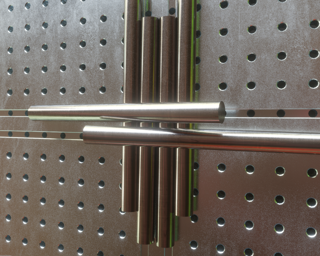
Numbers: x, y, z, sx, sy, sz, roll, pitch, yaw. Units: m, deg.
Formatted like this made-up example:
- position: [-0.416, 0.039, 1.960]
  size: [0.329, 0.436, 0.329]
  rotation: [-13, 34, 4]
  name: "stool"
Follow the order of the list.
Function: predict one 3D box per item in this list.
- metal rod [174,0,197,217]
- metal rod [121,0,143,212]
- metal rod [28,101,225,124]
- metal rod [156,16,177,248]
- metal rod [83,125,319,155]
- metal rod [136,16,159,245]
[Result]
- position: [0.033, -0.038, 0.400]
  size: [0.025, 0.025, 0.298]
  rotation: [1, 90, 20]
  name: "metal rod"
- position: [-0.038, -0.037, 0.426]
  size: [0.025, 0.025, 0.298]
  rotation: [1, 90, 20]
  name: "metal rod"
- position: [-0.064, -0.020, 0.411]
  size: [0.300, 0.025, 0.025]
  rotation: [1, 91, 29]
  name: "metal rod"
- position: [0.009, 0.005, 0.411]
  size: [0.025, 0.025, 0.298]
  rotation: [1, 90, 20]
  name: "metal rod"
- position: [0.053, 0.013, 0.372]
  size: [0.301, 0.025, 0.025]
  rotation: [2, 91, 11]
  name: "metal rod"
- position: [-0.016, 0.004, 0.417]
  size: [0.025, 0.025, 0.298]
  rotation: [1, 90, 20]
  name: "metal rod"
